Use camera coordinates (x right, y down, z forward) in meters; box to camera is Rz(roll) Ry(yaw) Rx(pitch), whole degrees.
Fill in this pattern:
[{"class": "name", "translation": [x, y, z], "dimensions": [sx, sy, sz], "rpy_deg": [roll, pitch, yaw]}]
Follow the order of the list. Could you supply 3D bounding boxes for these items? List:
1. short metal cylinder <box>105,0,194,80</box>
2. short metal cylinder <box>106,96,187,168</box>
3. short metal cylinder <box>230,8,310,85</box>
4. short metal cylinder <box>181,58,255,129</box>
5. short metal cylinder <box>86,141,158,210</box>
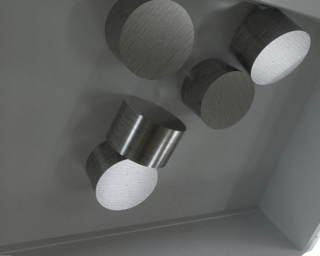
[{"class": "short metal cylinder", "translation": [-0.012, -0.097, 0.326], "dimensions": [0.081, 0.050, 0.079], "rpy_deg": [-14, 124, -21]}, {"class": "short metal cylinder", "translation": [-0.016, 0.004, 0.366], "dimensions": [0.081, 0.080, 0.050], "rpy_deg": [17, 110, -35]}, {"class": "short metal cylinder", "translation": [0.137, -0.101, 0.389], "dimensions": [0.081, 0.050, 0.080], "rpy_deg": [-18, 144, -13]}, {"class": "short metal cylinder", "translation": [0.075, -0.045, 0.405], "dimensions": [0.081, 0.050, 0.079], "rpy_deg": [-14, 124, -21]}, {"class": "short metal cylinder", "translation": [-0.050, 0.059, 0.401], "dimensions": [0.081, 0.050, 0.079], "rpy_deg": [-14, 124, -21]}]
